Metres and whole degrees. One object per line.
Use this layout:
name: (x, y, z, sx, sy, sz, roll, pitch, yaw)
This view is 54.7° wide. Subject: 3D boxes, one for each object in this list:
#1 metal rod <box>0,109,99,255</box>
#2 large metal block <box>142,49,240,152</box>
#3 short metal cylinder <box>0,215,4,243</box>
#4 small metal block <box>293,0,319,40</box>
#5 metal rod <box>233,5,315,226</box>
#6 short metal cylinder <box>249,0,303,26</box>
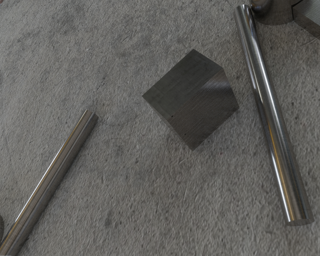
metal rod: (-0.171, 0.105, 0.428, 0.025, 0.025, 0.300, 16, 70, 34)
large metal block: (0.039, -0.031, 0.367, 0.080, 0.080, 0.050, -43, 51, -2)
short metal cylinder: (-0.271, 0.152, 0.437, 0.080, 0.050, 0.080, -13, 56, 21)
small metal block: (0.204, -0.144, 0.385, 0.050, 0.025, 0.050, -34, 51, 6)
metal rod: (0.123, -0.040, 0.363, 0.025, 0.025, 0.299, -15, 55, 19)
short metal cylinder: (0.161, -0.187, 0.418, 0.080, 0.050, 0.080, -13, 56, 21)
